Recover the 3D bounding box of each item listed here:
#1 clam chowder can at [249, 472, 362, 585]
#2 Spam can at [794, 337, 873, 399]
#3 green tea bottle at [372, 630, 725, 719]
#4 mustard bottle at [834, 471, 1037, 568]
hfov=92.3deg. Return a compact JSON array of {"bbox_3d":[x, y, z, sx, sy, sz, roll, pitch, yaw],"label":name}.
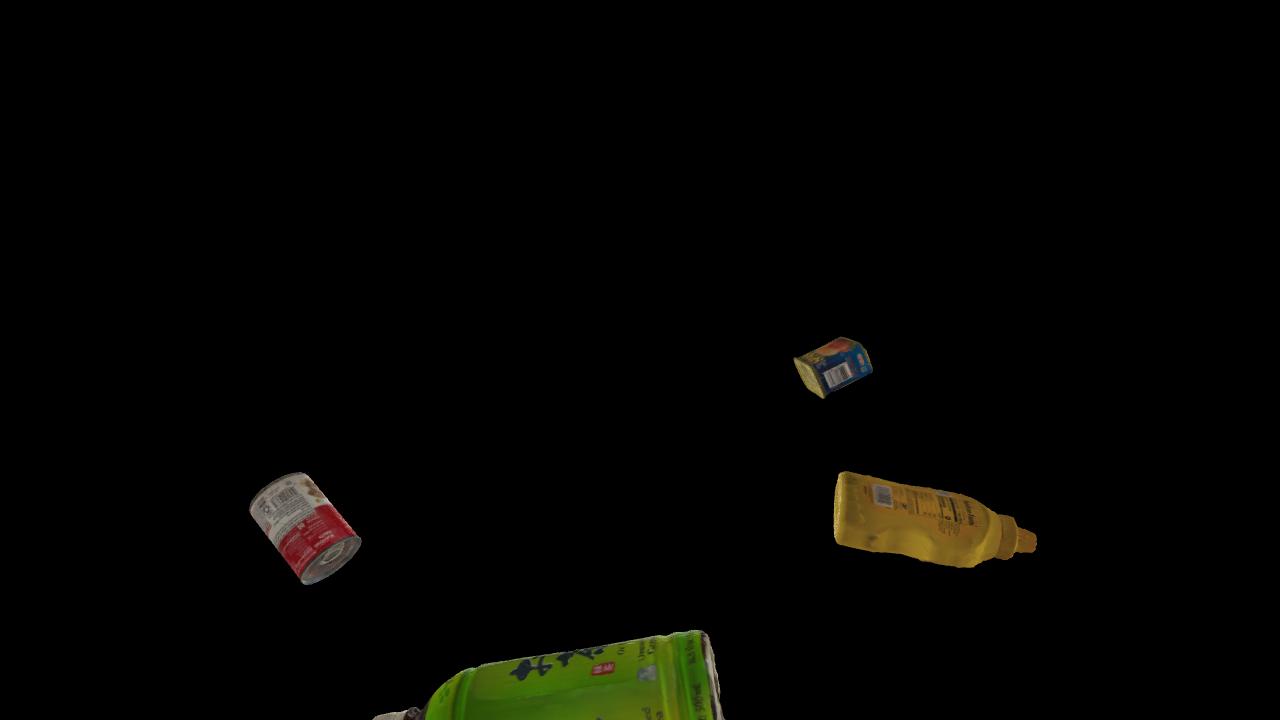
[{"bbox_3d":[-0.360,0.179,0.662,0.102,0.068,0.068,42,13,14],"label":"clam chowder can"},{"bbox_3d":[0.295,0.009,0.944,0.085,0.058,0.101,-26,10,2],"label":"Spam can"},{"bbox_3d":[-0.057,0.214,0.366,0.212,0.073,0.073,-13,-1,3],"label":"green tea bottle"},{"bbox_3d":[0.289,0.162,0.608,0.184,0.054,0.092,8,23,13],"label":"mustard bottle"}]
